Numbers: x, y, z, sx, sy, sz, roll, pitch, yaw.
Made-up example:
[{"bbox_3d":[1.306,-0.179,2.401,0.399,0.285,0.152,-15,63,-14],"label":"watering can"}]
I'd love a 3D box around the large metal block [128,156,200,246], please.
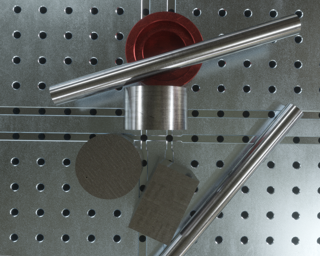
[{"bbox_3d":[0.004,0.085,0.386,0.050,0.080,0.080,26,90,0],"label":"large metal block"}]

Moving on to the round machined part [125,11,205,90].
[{"bbox_3d":[0.006,-0.097,0.405,0.099,0.042,0.097,0,90,0],"label":"round machined part"}]

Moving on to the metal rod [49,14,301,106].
[{"bbox_3d":[0.018,-0.081,0.371,0.302,0.025,0.025,-17,90,0],"label":"metal rod"}]

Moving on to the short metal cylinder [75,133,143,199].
[{"bbox_3d":[-0.062,0.047,0.400,0.081,0.050,0.080,0,90,0],"label":"short metal cylinder"}]

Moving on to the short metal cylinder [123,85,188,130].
[{"bbox_3d":[-0.005,-0.023,0.386,0.081,0.080,0.050,0,90,0],"label":"short metal cylinder"}]

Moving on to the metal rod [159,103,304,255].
[{"bbox_3d":[0.084,0.089,0.413,0.025,0.025,0.300,40,90,0],"label":"metal rod"}]
